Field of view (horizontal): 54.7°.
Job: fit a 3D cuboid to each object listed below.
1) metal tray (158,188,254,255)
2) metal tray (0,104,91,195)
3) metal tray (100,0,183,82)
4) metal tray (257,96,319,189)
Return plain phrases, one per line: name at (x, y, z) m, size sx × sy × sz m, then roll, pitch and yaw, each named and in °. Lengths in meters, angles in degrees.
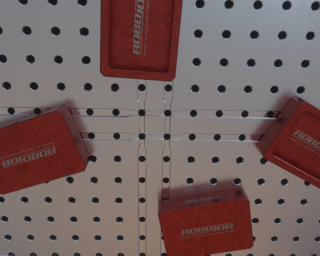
metal tray at (0.069, 0.145, 0.465) m, size 0.131 × 0.030 × 0.089 m, roll -10°, pitch 110°, yaw 3°
metal tray at (-0.173, 0.030, 0.420) m, size 0.131 × 0.030 × 0.090 m, roll -17°, pitch 110°, yaw 5°
metal tray at (-0.022, -0.124, 0.364) m, size 0.091 × 0.030 × 0.129 m, roll 4°, pitch 110°, yaw -2°
metal tray at (0.213, 0.027, 0.423) m, size 0.131 × 0.030 × 0.090 m, roll 28°, pitch 107°, yaw -10°
